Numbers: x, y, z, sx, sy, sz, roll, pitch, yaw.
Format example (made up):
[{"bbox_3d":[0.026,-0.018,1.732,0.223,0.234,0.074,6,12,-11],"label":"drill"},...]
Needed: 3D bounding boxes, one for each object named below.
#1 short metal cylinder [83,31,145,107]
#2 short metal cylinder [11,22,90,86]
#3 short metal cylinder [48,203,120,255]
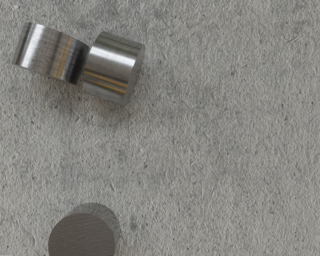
[{"bbox_3d":[-0.055,-0.072,0.382,0.050,0.080,0.080,19,90,0],"label":"short metal cylinder"},{"bbox_3d":[-0.133,-0.088,0.381,0.080,0.080,0.050,18,90,0],"label":"short metal cylinder"},{"bbox_3d":[-0.094,0.142,0.397,0.081,0.050,0.080,0,90,0],"label":"short metal cylinder"}]
